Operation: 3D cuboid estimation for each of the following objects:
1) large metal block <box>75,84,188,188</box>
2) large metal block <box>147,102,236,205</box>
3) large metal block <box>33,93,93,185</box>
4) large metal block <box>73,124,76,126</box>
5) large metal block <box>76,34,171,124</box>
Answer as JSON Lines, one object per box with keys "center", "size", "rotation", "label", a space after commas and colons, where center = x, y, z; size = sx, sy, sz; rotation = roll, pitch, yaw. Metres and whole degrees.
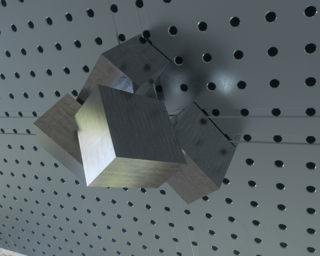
{"center": [-0.030, 0.011, 0.306], "size": [0.050, 0.081, 0.080], "rotation": [-45, 50, 34], "label": "large metal block"}
{"center": [0.037, 0.029, 0.371], "size": [0.080, 0.080, 0.050], "rotation": [47, 129, -5], "label": "large metal block"}
{"center": [-0.099, 0.017, 0.371], "size": [0.080, 0.050, 0.080], "rotation": [41, 154, 0], "label": "large metal block"}
{"center": [-0.087, 0.020, 0.451], "size": [0.080, 0.050, 0.080], "rotation": [43, 129, -2], "label": "large metal block"}
{"center": [-0.043, -0.053, 0.362], "size": [0.050, 0.080, 0.080], "rotation": [41, 129, 0], "label": "large metal block"}
